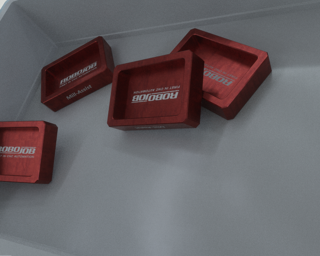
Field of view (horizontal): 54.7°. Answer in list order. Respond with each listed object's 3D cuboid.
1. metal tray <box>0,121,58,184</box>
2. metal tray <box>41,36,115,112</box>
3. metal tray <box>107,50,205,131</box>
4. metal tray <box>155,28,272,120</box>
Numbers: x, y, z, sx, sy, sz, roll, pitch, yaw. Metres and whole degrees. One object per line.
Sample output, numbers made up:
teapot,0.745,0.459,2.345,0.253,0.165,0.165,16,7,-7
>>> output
metal tray,-0.223,0.036,0.470,0.130,0.030,0.090,-1,79,19
metal tray,-0.143,-0.094,0.535,0.130,0.030,0.090,-25,53,12
metal tray,-0.009,-0.045,0.406,0.130,0.030,0.090,-2,77,37
metal tray,0.067,-0.077,0.414,0.130,0.030,0.090,34,80,38
